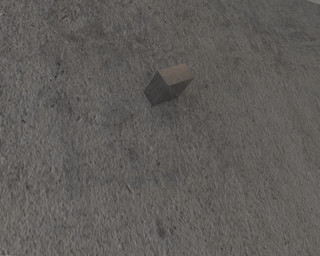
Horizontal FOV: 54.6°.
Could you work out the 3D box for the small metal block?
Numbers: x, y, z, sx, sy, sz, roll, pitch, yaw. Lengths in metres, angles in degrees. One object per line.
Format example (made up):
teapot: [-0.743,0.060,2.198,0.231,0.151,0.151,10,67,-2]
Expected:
small metal block: [0.012,-0.060,0.430,0.050,0.050,0.025,-23,74,-36]
